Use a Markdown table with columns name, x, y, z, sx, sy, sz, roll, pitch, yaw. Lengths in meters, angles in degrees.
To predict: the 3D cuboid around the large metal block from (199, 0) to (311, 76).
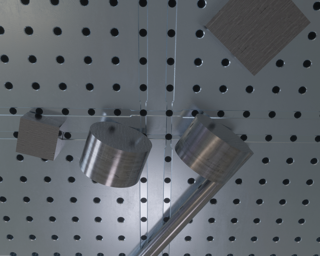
| name | x | y | z | sx | sy | sz | roll | pitch | yaw |
| --- | --- | --- | --- | --- | --- | --- | --- | --- | --- |
| large metal block | 0.105 | -0.120 | 0.357 | 0.080 | 0.050 | 0.080 | 41 | 105 | -14 |

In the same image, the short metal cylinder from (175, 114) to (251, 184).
| name | x | y | z | sx | sy | sz | roll | pitch | yaw |
| --- | --- | --- | --- | --- | --- | --- | --- | --- | --- |
| short metal cylinder | 0.066 | 0.025 | 0.394 | 0.080 | 0.080 | 0.050 | 30 | 107 | -11 |

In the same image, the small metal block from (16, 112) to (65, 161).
| name | x | y | z | sx | sy | sz | roll | pitch | yaw |
| --- | --- | --- | --- | --- | --- | --- | --- | --- | --- |
| small metal block | -0.160 | 0.011 | 0.416 | 0.050 | 0.025 | 0.050 | 15 | 109 | -6 |

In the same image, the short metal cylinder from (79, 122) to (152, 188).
| name | x | y | z | sx | sy | sz | roll | pitch | yaw |
| --- | --- | --- | --- | --- | --- | --- | --- | --- | --- |
| short metal cylinder | -0.056 | 0.032 | 0.395 | 0.080 | 0.080 | 0.050 | 19 | 109 | -7 |

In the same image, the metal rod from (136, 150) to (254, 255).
| name | x | y | z | sx | sy | sz | roll | pitch | yaw |
| --- | --- | --- | --- | --- | --- | --- | --- | --- | --- |
| metal rod | 0.029 | 0.139 | 0.464 | 0.025 | 0.025 | 0.299 | 35 | 106 | -12 |
